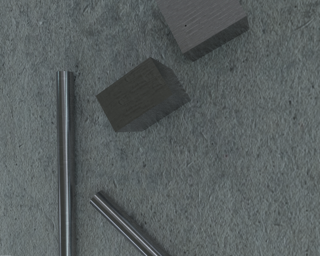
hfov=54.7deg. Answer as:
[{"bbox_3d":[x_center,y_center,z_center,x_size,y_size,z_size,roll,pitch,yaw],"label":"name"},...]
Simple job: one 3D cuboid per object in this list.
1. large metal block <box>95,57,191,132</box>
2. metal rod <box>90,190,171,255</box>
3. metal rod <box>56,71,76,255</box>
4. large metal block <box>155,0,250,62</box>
[{"bbox_3d":[-0.017,-0.037,0.385,0.080,0.080,0.050,-33,80,17],"label":"large metal block"},{"bbox_3d":[0.022,0.190,0.400,0.300,0.025,0.025,40,102,15],"label":"metal rod"},{"bbox_3d":[-0.138,0.067,0.455,0.025,0.025,0.298,-1,90,19],"label":"metal rod"},{"bbox_3d":[0.052,-0.140,0.377,0.080,0.050,0.080,-28,81,17],"label":"large metal block"}]
